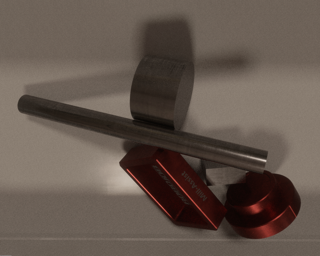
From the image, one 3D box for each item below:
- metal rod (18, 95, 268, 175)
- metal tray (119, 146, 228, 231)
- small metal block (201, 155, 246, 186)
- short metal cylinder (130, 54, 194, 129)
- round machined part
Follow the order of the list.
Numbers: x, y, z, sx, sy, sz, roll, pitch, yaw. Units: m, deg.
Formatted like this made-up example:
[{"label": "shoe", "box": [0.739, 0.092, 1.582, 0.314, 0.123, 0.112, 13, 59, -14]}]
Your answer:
[{"label": "metal rod", "box": [-0.034, 0.002, 0.357, 0.301, 0.025, 0.025, 13, 111, 16]}, {"label": "metal tray", "box": [0.016, 0.078, 0.408, 0.130, 0.030, 0.090, 50, 147, -16]}, {"label": "small metal block", "box": [0.084, 0.053, 0.419, 0.050, 0.050, 0.025, -5, 110, 1]}, {"label": "short metal cylinder", "box": [0.005, -0.042, 0.360, 0.050, 0.080, 0.079, 14, 111, 15]}, {"label": "round machined part", "box": [0.128, 0.093, 0.408, 0.098, 0.098, 0.042, -31, 108, 10]}]
